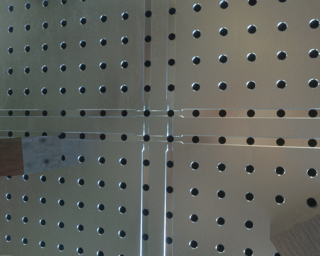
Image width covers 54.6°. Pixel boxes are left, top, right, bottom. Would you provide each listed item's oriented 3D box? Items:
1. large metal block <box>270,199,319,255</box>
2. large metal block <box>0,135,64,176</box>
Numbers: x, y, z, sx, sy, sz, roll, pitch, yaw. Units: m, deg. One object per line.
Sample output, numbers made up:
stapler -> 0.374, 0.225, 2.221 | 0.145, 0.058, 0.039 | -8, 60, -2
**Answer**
large metal block -> 0.178, 0.130, 0.336 | 0.080, 0.050, 0.080 | -36, 79, 16
large metal block -> -0.203, 0.040, 0.456 | 0.080, 0.080, 0.050 | -6, 88, 20
